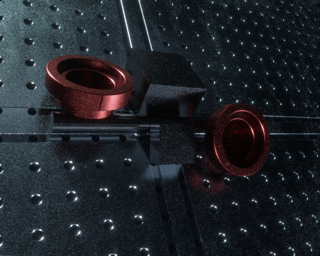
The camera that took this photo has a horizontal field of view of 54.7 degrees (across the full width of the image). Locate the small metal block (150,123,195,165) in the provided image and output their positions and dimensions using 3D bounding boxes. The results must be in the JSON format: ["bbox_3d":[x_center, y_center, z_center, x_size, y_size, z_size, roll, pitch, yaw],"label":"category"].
[{"bbox_3d":[0.016,0.019,0.392,0.050,0.025,0.050,1,90,-28],"label":"small metal block"}]

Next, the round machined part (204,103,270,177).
[{"bbox_3d":[0.101,0.016,0.426,0.099,0.042,0.097,2,86,-28],"label":"round machined part"}]

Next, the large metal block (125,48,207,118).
[{"bbox_3d":[0.003,-0.060,0.415,0.081,0.050,0.080,1,43,-28],"label":"large metal block"}]

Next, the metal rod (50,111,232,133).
[{"bbox_3d":[0.012,-0.006,0.419,0.303,0.025,0.025,0,62,-28],"label":"metal rod"}]

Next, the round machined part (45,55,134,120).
[{"bbox_3d":[-0.083,-0.046,0.364,0.099,0.042,0.098,14,31,-8],"label":"round machined part"}]
